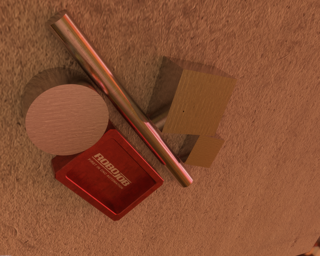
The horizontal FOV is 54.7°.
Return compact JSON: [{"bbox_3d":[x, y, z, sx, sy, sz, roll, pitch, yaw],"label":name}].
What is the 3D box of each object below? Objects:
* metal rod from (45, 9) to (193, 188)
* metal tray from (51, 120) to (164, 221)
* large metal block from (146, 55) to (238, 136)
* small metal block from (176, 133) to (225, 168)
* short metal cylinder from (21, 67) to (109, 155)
[{"bbox_3d":[-0.029,-0.011,0.386,0.025,0.025,0.300,-39,130,-3],"label":"metal rod"},{"bbox_3d":[-0.064,0.059,0.408,0.090,0.030,0.130,-39,130,-2],"label":"metal tray"},{"bbox_3d":[0.038,-0.039,0.390,0.081,0.050,0.079,4,116,-31],"label":"large metal block"},{"bbox_3d":[0.061,0.029,0.462,0.050,0.025,0.050,14,111,-34],"label":"small metal block"},{"bbox_3d":[-0.101,-0.018,0.327,0.081,0.050,0.079,-14,125,-21],"label":"short metal cylinder"}]
